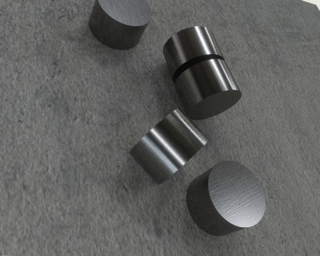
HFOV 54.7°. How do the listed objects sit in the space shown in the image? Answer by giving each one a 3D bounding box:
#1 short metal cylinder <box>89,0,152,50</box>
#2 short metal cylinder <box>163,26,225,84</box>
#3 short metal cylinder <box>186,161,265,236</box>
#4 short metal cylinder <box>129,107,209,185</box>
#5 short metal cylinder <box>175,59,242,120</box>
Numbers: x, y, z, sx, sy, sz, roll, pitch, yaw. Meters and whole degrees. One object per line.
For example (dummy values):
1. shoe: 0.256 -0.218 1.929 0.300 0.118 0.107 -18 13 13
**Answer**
1. short metal cylinder: -0.059 -0.163 0.456 0.081 0.050 0.080 14 56 -21
2. short metal cylinder: 0.050 -0.104 0.461 0.081 0.080 0.050 -3 64 -30
3. short metal cylinder: 0.080 0.087 0.380 0.081 0.050 0.080 14 56 -21
4. short metal cylinder: 0.011 0.021 0.363 0.050 0.080 0.080 48 51 4
5. short metal cylinder: 0.068 -0.053 0.439 0.081 0.080 0.050 -7 66 -32
